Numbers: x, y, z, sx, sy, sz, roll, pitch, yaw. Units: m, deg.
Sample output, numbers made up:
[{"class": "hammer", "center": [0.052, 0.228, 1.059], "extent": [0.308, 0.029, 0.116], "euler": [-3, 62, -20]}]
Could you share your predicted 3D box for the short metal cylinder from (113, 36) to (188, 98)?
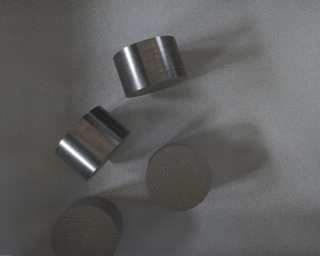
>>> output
[{"class": "short metal cylinder", "center": [-0.012, -0.074, 0.384], "extent": [0.080, 0.080, 0.050], "euler": [-18, 90, 0]}]

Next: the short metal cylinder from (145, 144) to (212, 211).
[{"class": "short metal cylinder", "center": [0.022, 0.061, 0.399], "extent": [0.081, 0.050, 0.079], "euler": [0, 90, -1]}]

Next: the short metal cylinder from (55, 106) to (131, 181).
[{"class": "short metal cylinder", "center": [-0.081, 0.019, 0.383], "extent": [0.050, 0.080, 0.080], "euler": [41, 90, -1]}]

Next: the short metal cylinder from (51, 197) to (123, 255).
[{"class": "short metal cylinder", "center": [-0.091, 0.133, 0.398], "extent": [0.081, 0.050, 0.079], "euler": [0, 90, -1]}]
